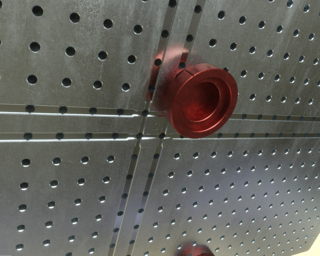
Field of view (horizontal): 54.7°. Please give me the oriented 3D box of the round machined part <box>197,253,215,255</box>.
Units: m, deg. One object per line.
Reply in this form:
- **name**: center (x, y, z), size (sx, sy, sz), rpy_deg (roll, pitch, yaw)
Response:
- **round machined part**: center (0.086, 0.311, 0.643), size (0.099, 0.042, 0.097), rpy_deg (-14, 124, -21)

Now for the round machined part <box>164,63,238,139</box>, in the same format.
- **round machined part**: center (0.049, -0.038, 0.405), size (0.099, 0.042, 0.097), rpy_deg (-14, 125, -21)
